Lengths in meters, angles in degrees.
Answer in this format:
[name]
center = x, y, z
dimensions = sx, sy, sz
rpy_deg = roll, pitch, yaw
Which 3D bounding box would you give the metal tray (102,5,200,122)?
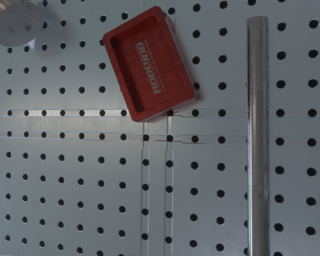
[metal tray]
center = -0.014, -0.082, 0.414
dimensions = 0.090, 0.030, 0.129
rpy_deg = -23, 82, 18

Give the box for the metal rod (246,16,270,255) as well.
[metal rod]
center = 0.117, 0.019, 0.371
dimensions = 0.025, 0.025, 0.298
rpy_deg = 0, 90, 20

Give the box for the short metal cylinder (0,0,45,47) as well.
[short metal cylinder]
center = -0.223, -0.169, 0.462
dimensions = 0.080, 0.080, 0.050
rpy_deg = -45, 76, 14
